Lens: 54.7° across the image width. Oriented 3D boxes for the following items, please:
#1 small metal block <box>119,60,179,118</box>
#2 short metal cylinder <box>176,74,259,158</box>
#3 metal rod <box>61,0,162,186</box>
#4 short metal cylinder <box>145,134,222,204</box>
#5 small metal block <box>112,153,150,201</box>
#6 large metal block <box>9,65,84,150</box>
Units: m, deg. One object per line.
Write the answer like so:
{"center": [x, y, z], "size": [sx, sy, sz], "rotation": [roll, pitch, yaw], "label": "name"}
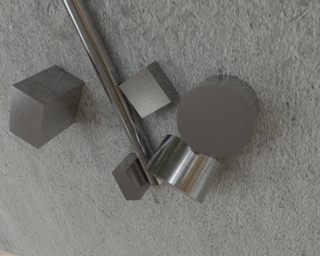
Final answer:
{"center": [-0.014, -0.047, 0.384], "size": [0.050, 0.025, 0.050], "rotation": [-27, 104, 37], "label": "small metal block"}
{"center": [0.064, -0.014, 0.339], "size": [0.080, 0.050, 0.079], "rotation": [8, 113, 19], "label": "short metal cylinder"}
{"center": [-0.059, -0.051, 0.404], "size": [0.025, 0.025, 0.299], "rotation": [-10, 114, 32], "label": "metal rod"}
{"center": [0.029, 0.050, 0.380], "size": [0.080, 0.050, 0.080], "rotation": [31, 170, 7], "label": "short metal cylinder"}
{"center": [-0.037, 0.070, 0.452], "size": [0.025, 0.050, 0.050], "rotation": [-10, 113, 32], "label": "small metal block"}
{"center": [-0.158, -0.031, 0.433], "size": [0.050, 0.080, 0.079], "rotation": [31, 128, 8], "label": "large metal block"}
